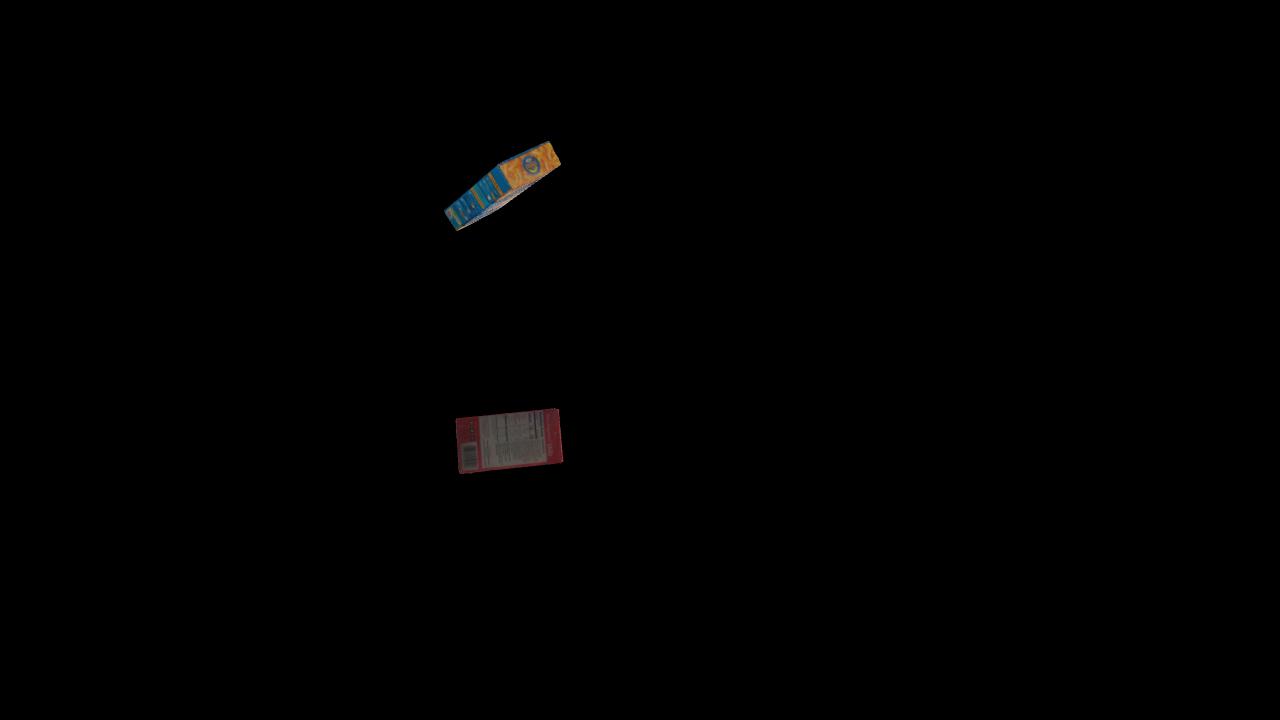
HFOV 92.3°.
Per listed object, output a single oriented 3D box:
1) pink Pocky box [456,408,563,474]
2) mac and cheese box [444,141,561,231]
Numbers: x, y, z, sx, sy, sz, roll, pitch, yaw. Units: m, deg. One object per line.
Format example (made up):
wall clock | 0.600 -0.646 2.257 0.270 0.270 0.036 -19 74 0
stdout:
pink Pocky box | -0.197 0.122 0.932 0.155 0.084 0.029 -6 -8 -3
mac and cheese box | -0.197 -0.241 0.862 0.093 0.041 0.184 -39 17 -35
